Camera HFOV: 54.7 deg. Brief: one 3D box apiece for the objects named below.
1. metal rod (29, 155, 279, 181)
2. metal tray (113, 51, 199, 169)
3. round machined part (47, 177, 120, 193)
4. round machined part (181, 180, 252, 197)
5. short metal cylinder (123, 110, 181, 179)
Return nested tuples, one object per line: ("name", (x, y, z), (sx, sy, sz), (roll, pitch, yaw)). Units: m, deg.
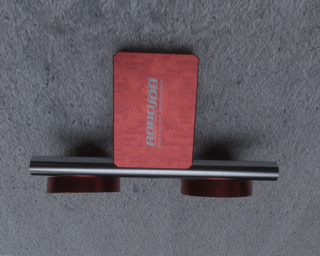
("metal rod", (-0.005, 0.050, 0.387), (0.302, 0.025, 0.025), (2, 130, -2))
("metal tray", (-0.006, -0.020, 0.353), (0.091, 0.030, 0.129), (1, 104, -2))
("round machined part", (-0.105, 0.069, 0.434), (0.099, 0.042, 0.098), (-1, 169, 0))
("round machined part", (0.079, 0.072, 0.437), (0.099, 0.042, 0.098), (0, 173, 0))
("short metal cylinder", (-0.009, 0.022, 0.412), (0.081, 0.050, 0.079), (0, 130, 0))
